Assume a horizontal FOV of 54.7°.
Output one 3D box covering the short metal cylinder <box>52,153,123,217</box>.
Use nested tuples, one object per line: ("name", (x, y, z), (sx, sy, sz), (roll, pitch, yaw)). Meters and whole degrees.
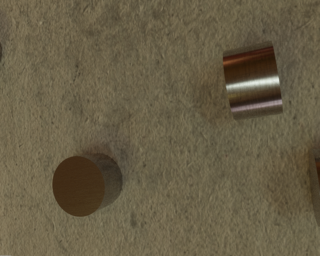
("short metal cylinder", (-0.099, 0.076, 0.429), (0.080, 0.050, 0.079), (0, 90, 19))

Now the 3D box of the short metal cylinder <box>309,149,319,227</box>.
("short metal cylinder", (0.185, 0.060, 0.315), (0.050, 0.080, 0.080), (-5, 89, 20))

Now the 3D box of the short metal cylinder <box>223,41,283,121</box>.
("short metal cylinder", (0.103, -0.051, 0.343), (0.050, 0.080, 0.080), (-9, 87, 19))

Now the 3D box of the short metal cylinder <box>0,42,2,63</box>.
("short metal cylinder", (-0.308, -0.126, 0.502), (0.080, 0.050, 0.079), (0, 90, 19))
